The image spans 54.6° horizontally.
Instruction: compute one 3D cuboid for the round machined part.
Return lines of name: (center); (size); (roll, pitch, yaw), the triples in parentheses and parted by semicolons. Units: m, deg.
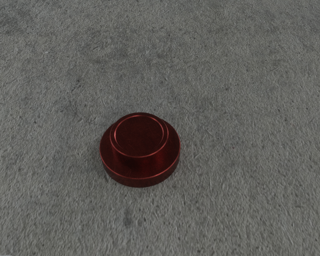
round machined part: (-0.024, 0.019, 0.376); (0.099, 0.042, 0.098); (0, 50, 0)
